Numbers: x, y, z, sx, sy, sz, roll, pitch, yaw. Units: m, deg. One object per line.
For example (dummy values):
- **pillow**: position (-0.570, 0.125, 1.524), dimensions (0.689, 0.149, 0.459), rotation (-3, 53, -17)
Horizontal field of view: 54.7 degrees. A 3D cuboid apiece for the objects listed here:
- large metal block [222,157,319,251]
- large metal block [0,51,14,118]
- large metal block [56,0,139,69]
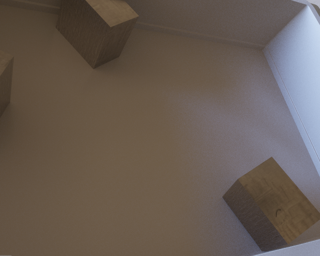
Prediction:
- **large metal block**: position (0.127, 0.092, 0.367), dimensions (0.050, 0.080, 0.080), rotation (-29, 68, -16)
- **large metal block**: position (-0.182, -0.026, 0.288), dimensions (0.050, 0.080, 0.080), rotation (23, 53, -15)
- **large metal block**: position (-0.085, -0.140, 0.410), dimensions (0.080, 0.080, 0.050), rotation (48, 51, 5)
